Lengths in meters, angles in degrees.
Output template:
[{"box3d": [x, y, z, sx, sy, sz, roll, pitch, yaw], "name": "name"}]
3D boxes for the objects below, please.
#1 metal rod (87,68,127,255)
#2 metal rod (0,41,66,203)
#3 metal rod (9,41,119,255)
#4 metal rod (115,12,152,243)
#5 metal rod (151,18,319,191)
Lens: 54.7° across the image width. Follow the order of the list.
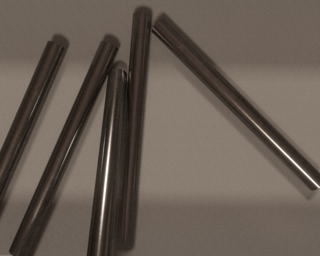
[{"box3d": [-0.060, 0.063, 0.347, 0.025, 0.025, 0.299, 2, 64, 0], "name": "metal rod"}, {"box3d": [-0.195, 0.028, 0.408, 0.025, 0.025, 0.299, 23, 90, -1], "name": "metal rod"}, {"box3d": [-0.126, 0.027, 0.409, 0.025, 0.025, 0.299, 24, 90, -1], "name": "metal rod"}, {"box3d": [-0.035, -0.001, 0.410, 0.025, 0.025, 0.298, 5, 90, -1], "name": "metal rod"}, {"box3d": [0.104, -0.031, 0.412, 0.300, 0.025, 0.025, 45, 90, -1], "name": "metal rod"}]
